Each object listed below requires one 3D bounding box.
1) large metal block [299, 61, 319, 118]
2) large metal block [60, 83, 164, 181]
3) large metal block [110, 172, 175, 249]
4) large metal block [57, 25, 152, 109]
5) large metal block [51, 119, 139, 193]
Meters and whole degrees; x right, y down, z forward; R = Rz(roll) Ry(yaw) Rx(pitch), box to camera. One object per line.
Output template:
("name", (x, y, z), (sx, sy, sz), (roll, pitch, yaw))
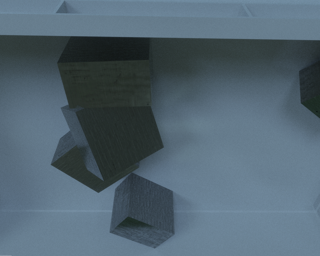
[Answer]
("large metal block", (0.216, -0.043, 0.343), (0.080, 0.050, 0.080), (30, 144, -24))
("large metal block", (-0.052, 0.000, 0.350), (0.081, 0.050, 0.080), (-28, 112, -27))
("large metal block", (-0.026, 0.128, 0.482), (0.080, 0.080, 0.050), (29, 124, -23))
("large metal block", (-0.049, -0.065, 0.317), (0.081, 0.080, 0.050), (-2, 130, 1))
("large metal block", (-0.084, 0.033, 0.420), (0.080, 0.050, 0.080), (-34, 123, 25))
